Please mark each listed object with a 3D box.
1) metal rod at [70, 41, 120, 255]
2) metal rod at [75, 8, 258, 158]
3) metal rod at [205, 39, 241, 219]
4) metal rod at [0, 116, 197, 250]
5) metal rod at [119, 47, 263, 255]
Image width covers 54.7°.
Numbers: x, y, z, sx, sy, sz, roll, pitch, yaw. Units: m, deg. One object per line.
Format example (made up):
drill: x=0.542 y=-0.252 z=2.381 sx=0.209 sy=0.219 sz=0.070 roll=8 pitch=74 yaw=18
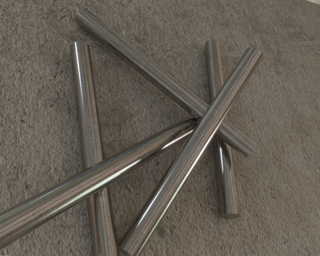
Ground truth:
metal rod: x=-0.075 y=0.025 z=0.347 sx=0.025 sy=0.025 sz=0.299 roll=1 pitch=61 yaw=-28
metal rod: x=0.003 y=-0.065 z=0.420 sx=0.300 sy=0.025 sz=0.025 roll=39 pitch=51 yaw=8
metal rod: x=0.089 y=-0.018 z=0.462 sx=0.025 sy=0.025 sz=0.299 roll=14 pitch=56 yaw=-20
metal rod: x=-0.035 y=0.035 z=0.335 sx=0.302 sy=0.025 sz=0.025 roll=-27 pitch=76 yaw=-46
metal rod: x=0.048 y=0.012 z=0.368 sx=0.025 sy=0.025 sz=0.301 roll=37 pitch=68 yaw=-4
